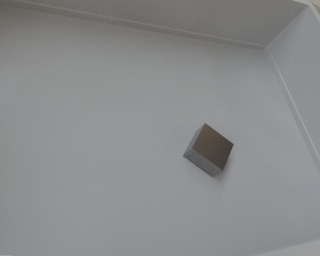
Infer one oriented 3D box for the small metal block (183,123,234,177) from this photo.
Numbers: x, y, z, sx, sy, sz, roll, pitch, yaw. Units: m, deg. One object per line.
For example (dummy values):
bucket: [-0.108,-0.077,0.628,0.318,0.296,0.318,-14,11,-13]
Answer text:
small metal block: [0.066,0.030,0.422,0.050,0.025,0.050,36,51,-4]
